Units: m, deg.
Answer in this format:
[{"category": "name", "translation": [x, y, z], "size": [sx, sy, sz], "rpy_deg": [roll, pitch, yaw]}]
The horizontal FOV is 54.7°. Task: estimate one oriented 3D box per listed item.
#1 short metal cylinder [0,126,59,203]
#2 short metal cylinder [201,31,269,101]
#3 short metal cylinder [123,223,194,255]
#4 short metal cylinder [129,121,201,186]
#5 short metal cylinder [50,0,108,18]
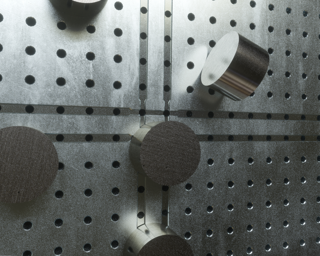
[{"category": "short metal cylinder", "translation": [-0.156, 0.037, 0.342], "size": [0.081, 0.050, 0.079], "rpy_deg": [0, 90, -20]}, {"category": "short metal cylinder", "translation": [0.100, -0.083, 0.422], "size": [0.050, 0.080, 0.080], "rpy_deg": [24, 82, -19]}, {"category": "short metal cylinder", "translation": [-0.003, 0.169, 0.400], "size": [0.081, 0.050, 0.079], "rpy_deg": [0, 90, -21]}, {"category": "short metal cylinder", "translation": [0.005, 0.031, 0.402], "size": [0.081, 0.050, 0.079], "rpy_deg": [0, 90, -20]}, {"category": "short metal cylinder", "translation": [-0.095, -0.178, 0.364], "size": [0.081, 0.050, 0.079], "rpy_deg": [0, 90, -20]}]
